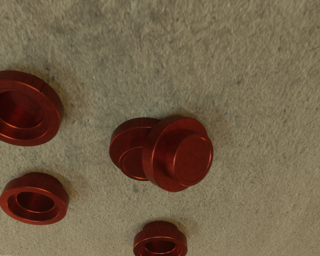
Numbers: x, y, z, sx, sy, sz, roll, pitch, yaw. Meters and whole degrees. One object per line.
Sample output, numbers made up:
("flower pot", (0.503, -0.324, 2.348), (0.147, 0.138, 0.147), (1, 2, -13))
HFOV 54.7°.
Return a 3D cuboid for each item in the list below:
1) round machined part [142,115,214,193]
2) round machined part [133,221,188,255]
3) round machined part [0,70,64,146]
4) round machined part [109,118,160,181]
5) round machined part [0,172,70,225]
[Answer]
("round machined part", (0.029, 0.035, 0.390), (0.099, 0.042, 0.097), (-11, 108, -38))
("round machined part", (0.001, 0.209, 0.574), (0.099, 0.042, 0.097), (-1, 130, 0))
("round machined part", (-0.165, -0.027, 0.371), (0.099, 0.042, 0.097), (-1, 130, 0))
("round machined part", (-0.021, 0.036, 0.427), (0.099, 0.042, 0.097), (-1, 130, 0))
("round machined part", (-0.192, 0.107, 0.484), (0.099, 0.042, 0.097), (-1, 130, 0))
